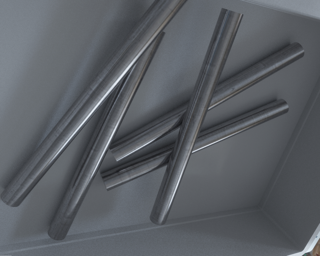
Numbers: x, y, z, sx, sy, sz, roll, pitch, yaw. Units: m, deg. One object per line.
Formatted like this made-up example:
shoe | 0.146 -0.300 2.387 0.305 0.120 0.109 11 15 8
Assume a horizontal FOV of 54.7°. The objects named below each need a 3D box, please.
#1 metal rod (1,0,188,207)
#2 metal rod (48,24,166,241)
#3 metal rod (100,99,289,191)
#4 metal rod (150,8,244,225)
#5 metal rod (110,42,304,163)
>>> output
metal rod | -0.078 -0.026 0.334 0.025 0.025 0.299 32 105 -38
metal rod | -0.072 0.017 0.379 0.025 0.025 0.298 16 110 -35
metal rod | 0.061 0.019 0.452 0.302 0.025 0.025 -22 127 -16
metal rod | 0.038 0.003 0.397 0.025 0.025 0.298 3 117 -30
metal rod | 0.069 -0.039 0.421 0.301 0.025 0.025 -29 128 -10
